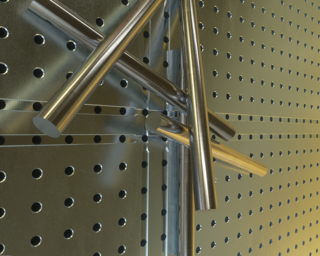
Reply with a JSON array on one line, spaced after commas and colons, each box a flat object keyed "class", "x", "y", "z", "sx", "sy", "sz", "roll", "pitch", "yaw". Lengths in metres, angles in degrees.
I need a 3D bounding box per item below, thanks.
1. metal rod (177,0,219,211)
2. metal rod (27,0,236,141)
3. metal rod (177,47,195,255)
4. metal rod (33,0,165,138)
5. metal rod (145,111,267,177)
[{"class": "metal rod", "x": 0.044, "y": -0.050, "z": 0.389, "sx": 0.025, "sy": 0.025, "sz": 0.299, "roll": 16, "pitch": 62, "yaw": -39}, {"class": "metal rod", "x": -0.012, "y": -0.060, "z": 0.379, "sx": 0.301, "sy": 0.025, "sz": 0.025, "roll": 31, "pitch": 71, "yaw": -29}, {"class": "metal rod", "x": 0.037, "y": 0.036, "z": 0.442, "sx": 0.025, "sy": 0.025, "sz": 0.298, "roll": 0, "pitch": 90, "yaw": -40}, {"class": "metal rod", "x": -0.036, "y": -0.108, "z": 0.340, "sx": 0.025, "sy": 0.025, "sz": 0.301, "roll": 51, "pitch": 48, "yaw": -28}, {"class": "metal rod", "x": 0.089, "y": 0.035, "z": 0.461, "sx": 0.301, "sy": 0.025, "sz": 0.025, "roll": 24, "pitch": 75, "yaw": -46}]
